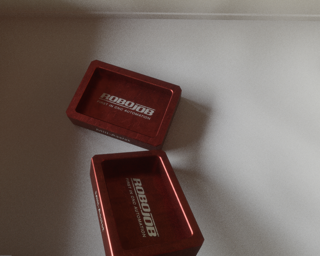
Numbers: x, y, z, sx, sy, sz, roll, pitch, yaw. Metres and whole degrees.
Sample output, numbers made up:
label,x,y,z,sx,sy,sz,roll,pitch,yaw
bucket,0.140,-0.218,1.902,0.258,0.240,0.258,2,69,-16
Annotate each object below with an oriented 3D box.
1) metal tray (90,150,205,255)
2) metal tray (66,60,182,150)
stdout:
label,x,y,z,sx,sy,sz,roll,pitch,yaw
metal tray,-0.020,0.082,0.334,0.091,0.030,0.130,-3,42,-22
metal tray,-0.046,-0.031,0.417,0.131,0.030,0.090,19,71,6
